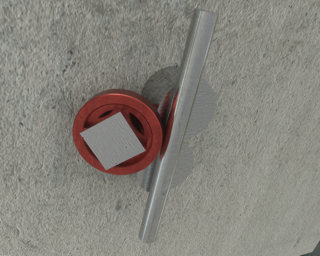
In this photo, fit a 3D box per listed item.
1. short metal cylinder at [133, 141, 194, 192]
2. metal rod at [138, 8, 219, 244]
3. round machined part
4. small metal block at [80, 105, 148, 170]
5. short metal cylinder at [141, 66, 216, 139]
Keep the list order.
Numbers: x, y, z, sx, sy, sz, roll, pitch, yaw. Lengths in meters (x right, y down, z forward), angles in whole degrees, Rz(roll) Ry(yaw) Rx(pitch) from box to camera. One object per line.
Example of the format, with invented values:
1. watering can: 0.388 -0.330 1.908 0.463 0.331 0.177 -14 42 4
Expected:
1. short metal cylinder: -0.002 0.039 0.415 0.081 0.050 0.079 -14 123 -21
2. metal rod: 0.014 0.018 0.363 0.025 0.025 0.298 -1 119 -28
3. round machined part: -0.046 0.002 0.357 0.099 0.042 0.097 1 112 2
4. small metal block: -0.049 0.010 0.335 0.050 0.025 0.050 -27 108 13
5. short metal cylinder: 0.022 -0.031 0.385 0.081 0.050 0.079 -14 124 -21
